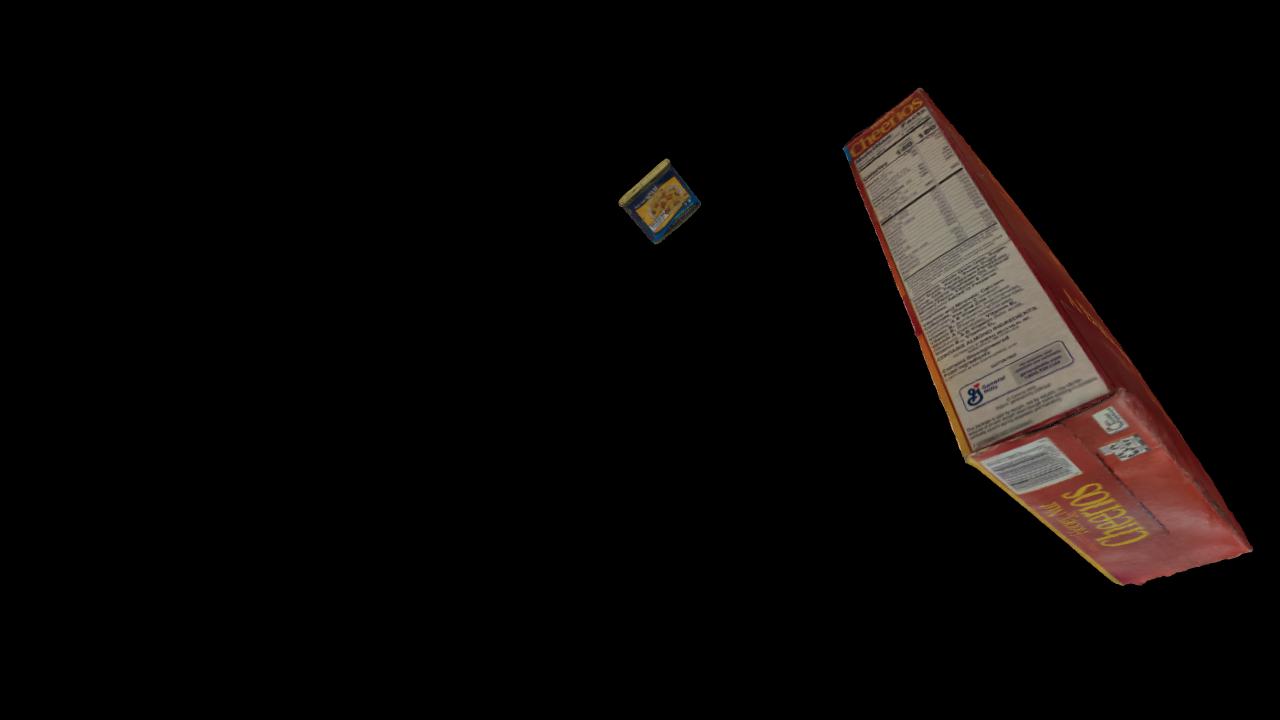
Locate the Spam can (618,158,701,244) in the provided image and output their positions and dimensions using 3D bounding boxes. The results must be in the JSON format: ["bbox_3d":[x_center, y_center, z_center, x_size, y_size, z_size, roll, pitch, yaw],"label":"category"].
[{"bbox_3d":[0.032,-0.244,0.952,0.101,0.085,0.058,-39,22,12],"label":"Spam can"}]

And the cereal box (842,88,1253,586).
[{"bbox_3d":[0.252,-0.032,0.419,0.203,0.306,0.081,33,-51,-28],"label":"cereal box"}]
